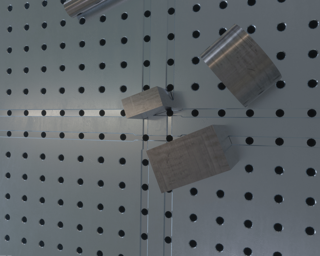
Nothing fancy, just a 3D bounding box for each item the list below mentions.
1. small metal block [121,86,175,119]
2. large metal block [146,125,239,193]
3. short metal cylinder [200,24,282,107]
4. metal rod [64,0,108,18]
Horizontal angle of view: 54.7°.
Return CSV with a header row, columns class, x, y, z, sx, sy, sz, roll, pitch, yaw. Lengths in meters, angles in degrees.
class,x,y,z,sx,sy,sz,roll,pitch,yaw
small metal block,-0.014,-0.031,0.404,0.050,0.050,0.025,-19,84,19
large metal block,0.042,0.034,0.369,0.080,0.080,0.050,-23,83,18
short metal cylinder,0.090,-0.070,0.351,0.050,0.080,0.080,-41,77,15
metal rod,0.000,-0.223,0.412,0.300,0.025,0.025,-20,84,18
